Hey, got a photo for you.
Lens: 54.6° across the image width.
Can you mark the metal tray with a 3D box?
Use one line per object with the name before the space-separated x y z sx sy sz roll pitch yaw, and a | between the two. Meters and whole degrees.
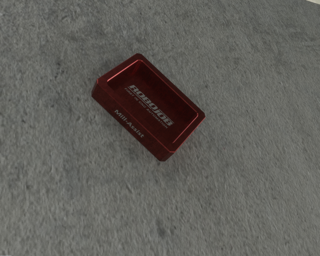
metal tray | -0.013 -0.030 0.411 0.130 0.030 0.090 44 51 2
